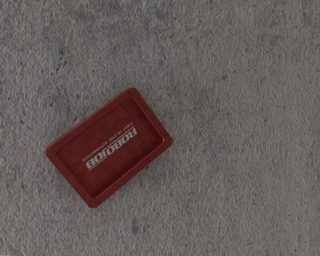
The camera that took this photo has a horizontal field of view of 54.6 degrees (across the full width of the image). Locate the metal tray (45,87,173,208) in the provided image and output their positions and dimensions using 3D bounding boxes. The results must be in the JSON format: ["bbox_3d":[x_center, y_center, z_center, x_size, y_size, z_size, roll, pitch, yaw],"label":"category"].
[{"bbox_3d":[-0.060,0.022,0.383,0.130,0.030,0.090,-39,103,-16],"label":"metal tray"}]
